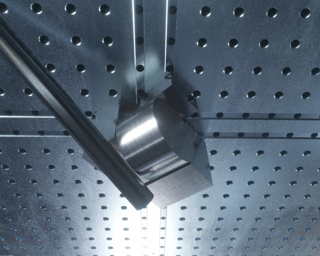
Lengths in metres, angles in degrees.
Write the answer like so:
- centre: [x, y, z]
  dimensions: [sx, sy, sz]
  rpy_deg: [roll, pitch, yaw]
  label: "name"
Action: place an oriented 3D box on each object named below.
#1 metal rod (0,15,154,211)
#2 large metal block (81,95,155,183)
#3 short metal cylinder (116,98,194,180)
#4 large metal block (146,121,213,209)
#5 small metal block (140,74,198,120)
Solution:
- centre: [-0.109, -0.033, 0.313]
  dimensions: [0.025, 0.025, 0.300]
  rpy_deg: [-34, 102, 25]
  label: "metal rod"
- centre: [-0.045, 0.020, 0.393]
  dimensions: [0.050, 0.080, 0.080]
  rpy_deg: [-30, 124, 23]
  label: "large metal block"
- centre: [-0.004, 0.012, 0.353]
  dimensions: [0.050, 0.080, 0.080]
  rpy_deg: [-30, 125, 22]
  label: "short metal cylinder"
- centre: [0.018, 0.049, 0.415]
  dimensions: [0.080, 0.080, 0.050]
  rpy_deg: [-30, 124, 23]
  label: "large metal block"
- centre: [0.011, -0.031, 0.386]
  dimensions: [0.050, 0.025, 0.050]
  rpy_deg: [-34, 123, 25]
  label: "small metal block"
